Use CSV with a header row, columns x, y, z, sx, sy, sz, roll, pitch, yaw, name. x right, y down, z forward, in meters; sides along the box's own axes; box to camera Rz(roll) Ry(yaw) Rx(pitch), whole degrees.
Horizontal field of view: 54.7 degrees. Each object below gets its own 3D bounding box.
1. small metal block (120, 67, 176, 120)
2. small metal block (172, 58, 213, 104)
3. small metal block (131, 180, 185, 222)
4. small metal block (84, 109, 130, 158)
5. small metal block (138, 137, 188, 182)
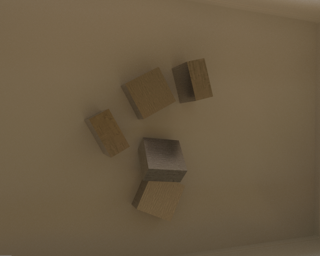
x,y,z,sx,sy,sz,roll,pitch,yaw,name
-0.015,-0.045,0.405,0.050,0.025,0.050,-30,100,-18,small metal block
0.042,-0.061,0.412,0.025,0.050,0.050,-16,96,-19,small metal block
-0.002,0.089,0.410,0.050,0.025,0.050,26,82,-18,small metal block
-0.065,0.006,0.373,0.025,0.050,0.050,-31,100,-17,small metal block
0.002,0.041,0.396,0.050,0.025,0.050,6,44,-20,small metal block
